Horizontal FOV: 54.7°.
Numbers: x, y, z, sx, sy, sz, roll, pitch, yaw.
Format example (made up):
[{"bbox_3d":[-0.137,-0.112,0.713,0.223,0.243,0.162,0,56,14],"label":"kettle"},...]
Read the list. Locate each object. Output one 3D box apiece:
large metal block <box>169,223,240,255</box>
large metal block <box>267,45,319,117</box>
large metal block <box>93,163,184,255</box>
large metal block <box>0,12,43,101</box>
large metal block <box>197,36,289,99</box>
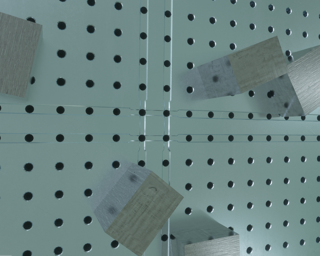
[{"bbox_3d":[0.061,0.184,0.424,0.081,0.050,0.079,-3,91,-20],"label":"large metal block"},{"bbox_3d":[0.220,-0.072,0.483,0.080,0.050,0.080,-31,101,-18],"label":"large metal block"},{"bbox_3d":[-0.029,0.093,0.374,0.050,0.080,0.080,42,77,-16],"label":"large metal block"},{"bbox_3d":[-0.178,-0.079,0.334,0.081,0.050,0.080,13,86,-20],"label":"large metal block"},{"bbox_3d":[0.111,-0.081,0.426,0.081,0.080,0.050,-24,99,-19],"label":"large metal block"}]
